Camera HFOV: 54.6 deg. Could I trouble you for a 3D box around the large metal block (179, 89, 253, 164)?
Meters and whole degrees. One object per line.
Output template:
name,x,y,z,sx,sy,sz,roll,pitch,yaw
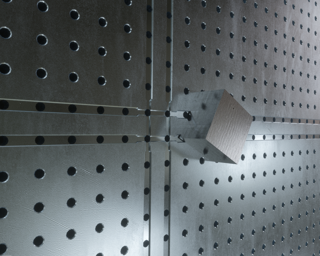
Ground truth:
large metal block,0.086,-0.001,0.464,0.080,0.050,0.080,36,68,-34
